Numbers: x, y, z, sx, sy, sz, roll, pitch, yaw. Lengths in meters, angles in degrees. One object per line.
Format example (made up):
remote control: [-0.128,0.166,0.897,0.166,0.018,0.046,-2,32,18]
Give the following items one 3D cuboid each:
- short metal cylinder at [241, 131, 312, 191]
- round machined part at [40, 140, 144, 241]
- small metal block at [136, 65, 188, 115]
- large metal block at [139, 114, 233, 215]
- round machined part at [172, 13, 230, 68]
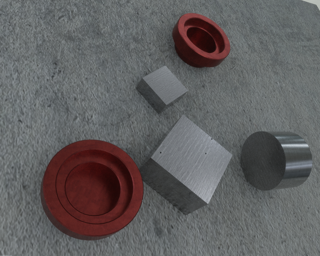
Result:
short metal cylinder: [0.159,0.044,0.430,0.050,0.080,0.080,1,61,-28]
round machined part: [-0.070,0.064,0.317,0.099,0.042,0.098,14,56,-21]
small metal block: [0.003,-0.055,0.441,0.050,0.025,0.050,49,51,6]
large metal block: [0.030,0.044,0.378,0.080,0.050,0.080,40,51,-2]
round machined part: [0.064,-0.140,0.515,0.099,0.042,0.098,14,56,-21]
